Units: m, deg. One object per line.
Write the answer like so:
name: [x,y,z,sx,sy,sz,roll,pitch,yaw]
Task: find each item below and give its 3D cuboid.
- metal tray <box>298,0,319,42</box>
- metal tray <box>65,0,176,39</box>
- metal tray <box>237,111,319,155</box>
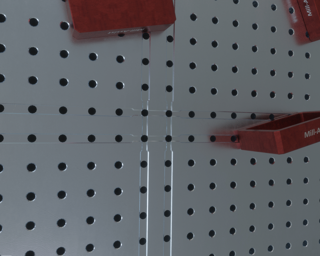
metal tray: [0.272,-0.219,0.508,0.091,0.030,0.129,-25,98,-18]
metal tray: [-0.051,-0.167,0.391,0.131,0.030,0.090,-13,94,-20]
metal tray: [0.192,0.003,0.448,0.131,0.090,0.030,-15,95,-19]
